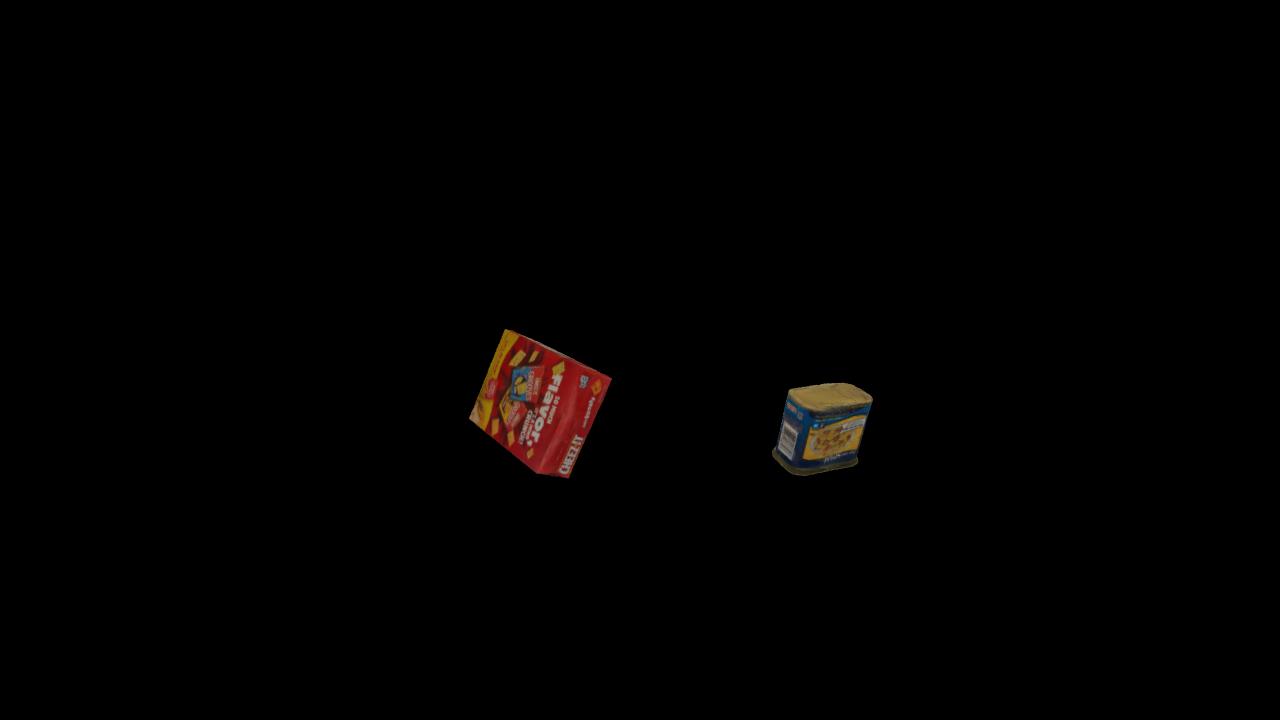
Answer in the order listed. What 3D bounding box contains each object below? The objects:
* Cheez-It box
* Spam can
[{"bbox_3d":[-0.162,0.062,0.957,0.071,0.166,0.223,22,1,-45],"label":"Cheez-It box"},{"bbox_3d":[0.210,0.077,0.705,0.101,0.085,0.058,-6,28,-24],"label":"Spam can"}]
